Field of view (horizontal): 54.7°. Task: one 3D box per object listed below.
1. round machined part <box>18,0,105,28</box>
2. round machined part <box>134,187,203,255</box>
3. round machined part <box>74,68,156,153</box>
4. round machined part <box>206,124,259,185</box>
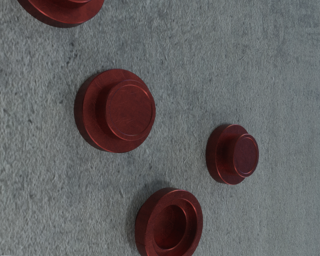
[{"bbox_3d":[-0.097,-0.155,0.312,0.099,0.042,0.097,0,90,-40],"label":"round machined part"},{"bbox_3d":[0.007,0.125,0.400,0.099,0.042,0.097,0,90,-40],"label":"round machined part"},{"bbox_3d":[-0.044,-0.020,0.357,0.099,0.042,0.097,0,90,-40],"label":"round machined part"},{"bbox_3d":[0.121,0.042,0.495,0.099,0.042,0.097,0,90,-40],"label":"round machined part"}]
